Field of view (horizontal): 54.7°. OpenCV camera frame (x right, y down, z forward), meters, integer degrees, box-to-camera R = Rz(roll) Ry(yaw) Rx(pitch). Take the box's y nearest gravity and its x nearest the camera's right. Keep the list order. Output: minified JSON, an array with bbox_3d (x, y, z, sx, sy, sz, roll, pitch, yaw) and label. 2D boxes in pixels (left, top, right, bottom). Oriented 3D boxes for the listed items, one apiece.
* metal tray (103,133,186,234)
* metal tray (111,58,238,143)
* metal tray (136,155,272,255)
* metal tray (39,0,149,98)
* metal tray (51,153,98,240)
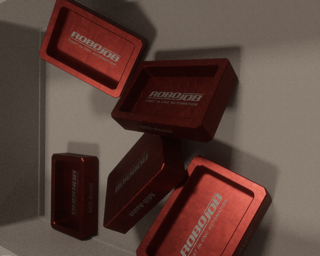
[{"bbox_3d":[-0.024,0.061,0.391,0.129,0.030,0.090,-49,27,28],"label":"metal tray"},{"bbox_3d":[0.014,-0.036,0.362,0.130,0.030,0.090,8,62,39],"label":"metal tray"},{"bbox_3d":[0.045,0.104,0.327,0.090,0.030,0.130,26,78,36],"label":"metal tray"},{"bbox_3d":[-0.094,-0.112,0.435,0.130,0.030,0.089,28,111,1],"label":"metal tray"},{"bbox_3d":[-0.145,0.110,0.519,0.090,0.030,0.129,2,91,39],"label":"metal tray"}]
